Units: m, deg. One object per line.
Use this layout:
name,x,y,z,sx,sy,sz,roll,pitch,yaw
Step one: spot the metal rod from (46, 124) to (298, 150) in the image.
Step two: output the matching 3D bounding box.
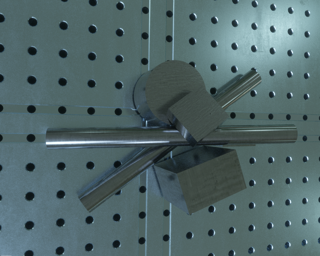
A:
metal rod,0.020,0.010,0.379,0.302,0.025,0.025,-1,91,-7

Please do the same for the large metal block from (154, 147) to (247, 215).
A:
large metal block,0.048,0.061,0.397,0.081,0.080,0.050,-19,97,-19

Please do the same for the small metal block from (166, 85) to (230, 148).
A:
small metal block,0.043,-0.014,0.363,0.050,0.025,0.050,-37,79,-16

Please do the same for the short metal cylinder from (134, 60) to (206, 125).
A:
short metal cylinder,0.012,-0.043,0.400,0.081,0.050,0.079,0,89,-20

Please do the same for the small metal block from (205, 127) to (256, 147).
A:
small metal block,0.097,0.012,0.432,0.050,0.050,0.025,0,90,-19

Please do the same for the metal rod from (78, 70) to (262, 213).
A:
metal rod,0.025,0.009,0.419,0.301,0.025,0.025,-36,102,-17
